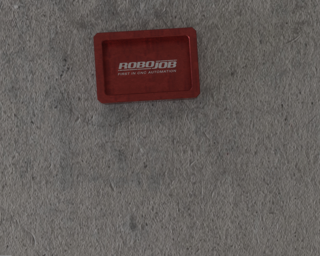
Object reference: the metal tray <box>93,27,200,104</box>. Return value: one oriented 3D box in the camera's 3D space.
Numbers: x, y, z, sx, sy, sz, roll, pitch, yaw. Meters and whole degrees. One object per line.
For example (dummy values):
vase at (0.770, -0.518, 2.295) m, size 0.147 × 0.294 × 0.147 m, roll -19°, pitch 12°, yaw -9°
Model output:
metal tray at (-0.017, -0.080, 0.407) m, size 0.131 × 0.030 × 0.089 m, roll -4°, pitch 90°, yaw 0°
